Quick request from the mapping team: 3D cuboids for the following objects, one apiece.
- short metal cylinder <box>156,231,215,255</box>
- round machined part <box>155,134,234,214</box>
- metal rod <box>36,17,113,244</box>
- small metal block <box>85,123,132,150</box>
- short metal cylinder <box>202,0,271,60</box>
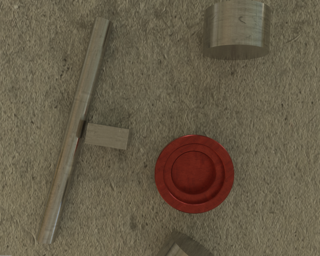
[{"bbox_3d":[0.034,0.174,0.383,0.080,0.080,0.050,33,90,0],"label":"short metal cylinder"},{"bbox_3d":[0.043,0.057,0.402,0.099,0.042,0.097,0,90,0],"label":"round machined part"},{"bbox_3d":[-0.112,0.003,0.408,0.025,0.025,0.298,15,90,0],"label":"metal rod"},{"bbox_3d":[-0.064,0.010,0.397,0.050,0.050,0.025,9,90,0],"label":"small metal block"},{"bbox_3d":[0.094,-0.117,0.383,0.081,0.080,0.050,2,90,0],"label":"short metal cylinder"}]
